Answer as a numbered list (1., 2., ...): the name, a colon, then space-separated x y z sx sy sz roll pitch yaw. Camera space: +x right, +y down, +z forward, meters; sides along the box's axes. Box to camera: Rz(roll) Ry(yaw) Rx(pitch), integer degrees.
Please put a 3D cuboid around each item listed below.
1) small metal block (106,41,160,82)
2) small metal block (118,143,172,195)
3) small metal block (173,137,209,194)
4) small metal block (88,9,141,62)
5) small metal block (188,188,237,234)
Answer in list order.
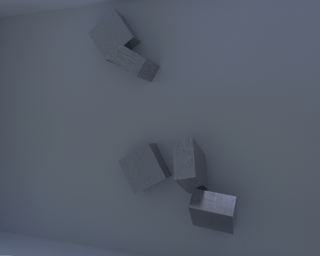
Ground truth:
1. small metal block: -0.034 -0.087 0.409 0.050 0.050 0.025 33 101 17
2. small metal block: -0.020 0.054 0.418 0.050 0.025 0.050 -30 80 17
3. small metal block: 0.037 0.046 0.374 0.025 0.050 0.050 -13 57 20
4. small metal block: -0.064 -0.127 0.433 0.050 0.025 0.050 -36 79 16
5. small metal block: 0.064 0.100 0.372 0.050 0.050 0.025 7 52 19
